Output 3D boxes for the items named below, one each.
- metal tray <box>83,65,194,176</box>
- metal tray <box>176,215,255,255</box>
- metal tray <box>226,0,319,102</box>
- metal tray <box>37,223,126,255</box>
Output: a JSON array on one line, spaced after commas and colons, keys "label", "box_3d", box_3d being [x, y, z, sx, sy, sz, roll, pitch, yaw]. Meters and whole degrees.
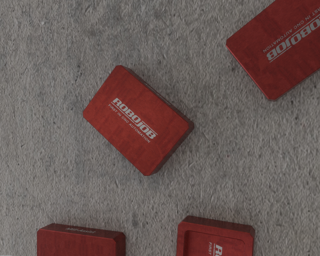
[{"label": "metal tray", "box_3d": [-0.031, -0.011, 0.417, 0.130, 0.030, 0.090, 42, 103, 15]}, {"label": "metal tray", "box_3d": [0.066, 0.182, 0.382, 0.090, 0.030, 0.129, 4, 91, 19]}, {"label": "metal tray", "box_3d": [0.154, -0.103, 0.352, 0.130, 0.030, 0.090, -38, 78, 16]}, {"label": "metal tray", "box_3d": [-0.115, 0.193, 0.447, 0.130, 0.030, 0.089, 0, 90, 19]}]
